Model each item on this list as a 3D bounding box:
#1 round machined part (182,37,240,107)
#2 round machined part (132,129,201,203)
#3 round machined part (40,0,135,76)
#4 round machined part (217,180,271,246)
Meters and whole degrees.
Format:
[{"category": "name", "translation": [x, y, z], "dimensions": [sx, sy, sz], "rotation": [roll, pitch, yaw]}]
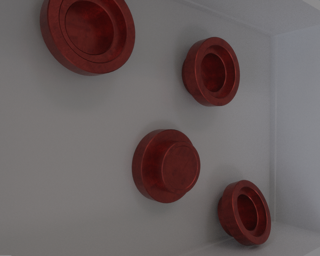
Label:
[{"category": "round machined part", "translation": [0.070, -0.080, 0.454], "dimensions": [0.099, 0.042, 0.097], "rotation": [0, 90, -40]}, {"category": "round machined part", "translation": [0.015, 0.051, 0.408], "dimensions": [0.099, 0.042, 0.097], "rotation": [0, 90, -40]}, {"category": "round machined part", "translation": [-0.078, -0.104, 0.329], "dimensions": [0.099, 0.042, 0.097], "rotation": [0, 90, -40]}, {"category": "round machined part", "translation": [0.129, 0.135, 0.490], "dimensions": [0.099, 0.042, 0.098], "rotation": [22, 54, -35]}]
